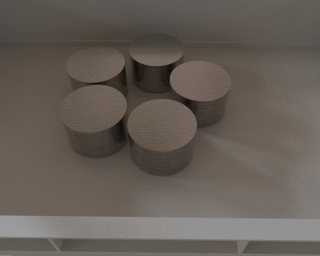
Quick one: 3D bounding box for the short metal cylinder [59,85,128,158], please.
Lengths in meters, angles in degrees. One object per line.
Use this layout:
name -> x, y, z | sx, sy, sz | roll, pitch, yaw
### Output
short metal cylinder -> -0.080, -0.009, 0.393 | 0.080, 0.050, 0.080 | 0, 50, 0

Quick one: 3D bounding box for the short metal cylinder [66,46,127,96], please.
short metal cylinder -> -0.089, -0.074, 0.447 | 0.080, 0.050, 0.080 | 0, 50, 0

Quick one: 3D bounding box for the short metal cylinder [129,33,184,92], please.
short metal cylinder -> -0.005, -0.100, 0.470 | 0.080, 0.050, 0.080 | 0, 50, 0

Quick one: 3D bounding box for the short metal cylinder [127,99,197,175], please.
short metal cylinder -> 0.003, 0.010, 0.377 | 0.080, 0.050, 0.080 | 0, 50, 0

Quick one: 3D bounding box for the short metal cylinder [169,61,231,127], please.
short metal cylinder -> 0.053, -0.048, 0.426 | 0.080, 0.050, 0.080 | 0, 50, 0
